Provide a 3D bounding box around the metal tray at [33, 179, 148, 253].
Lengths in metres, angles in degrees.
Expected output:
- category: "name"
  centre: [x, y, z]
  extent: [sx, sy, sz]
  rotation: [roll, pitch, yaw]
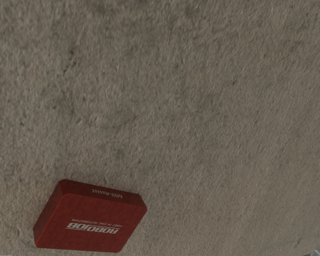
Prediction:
- category: "metal tray"
  centre: [-0.093, 0.126, 0.430]
  extent: [0.131, 0.030, 0.090]
  rotation: [21, 107, -36]
